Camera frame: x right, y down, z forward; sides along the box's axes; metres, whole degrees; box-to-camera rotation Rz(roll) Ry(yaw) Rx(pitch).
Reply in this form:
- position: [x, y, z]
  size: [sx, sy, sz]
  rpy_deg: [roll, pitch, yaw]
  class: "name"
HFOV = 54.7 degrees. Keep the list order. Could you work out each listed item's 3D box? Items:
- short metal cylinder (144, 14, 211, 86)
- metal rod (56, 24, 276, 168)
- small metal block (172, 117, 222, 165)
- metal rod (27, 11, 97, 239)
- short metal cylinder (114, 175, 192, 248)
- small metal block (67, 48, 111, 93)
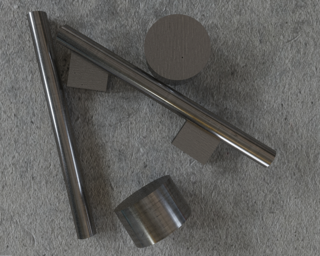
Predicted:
- position: [0.021, -0.098, 0.397]
  size: [0.081, 0.050, 0.079]
  rpy_deg: [0, 90, 0]
  class: "short metal cylinder"
- position: [0.008, -0.039, 0.384]
  size: [0.301, 0.025, 0.025]
  rpy_deg: [31, 90, 0]
  class: "metal rod"
- position: [0.050, 0.013, 0.410]
  size: [0.050, 0.025, 0.050]
  rpy_deg: [34, 90, 0]
  class: "small metal block"
- position: [-0.129, -0.004, 0.408]
  size: [0.025, 0.025, 0.298]
  rpy_deg: [-13, 90, 0]
  class: "metal rod"
- position: [-0.009, 0.101, 0.382]
  size: [0.080, 0.080, 0.050]
  rpy_deg: [-32, 90, 0]
  class: "short metal cylinder"
- position: [-0.091, -0.075, 0.409]
  size: [0.050, 0.025, 0.050]
  rpy_deg: [8, 90, 0]
  class: "small metal block"
